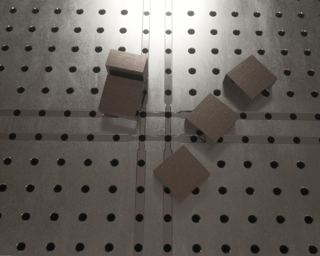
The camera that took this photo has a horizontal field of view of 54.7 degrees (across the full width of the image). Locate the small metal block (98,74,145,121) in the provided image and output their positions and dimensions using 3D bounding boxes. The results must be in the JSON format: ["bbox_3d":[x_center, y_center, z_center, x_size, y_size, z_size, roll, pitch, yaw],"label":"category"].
[{"bbox_3d":[-0.051,-0.041,0.421,0.050,0.025,0.050,12,81,4],"label":"small metal block"}]

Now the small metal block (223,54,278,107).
[{"bbox_3d":[0.127,-0.067,0.438,0.050,0.025,0.050,-37,75,-13],"label":"small metal block"}]

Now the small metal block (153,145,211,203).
[{"bbox_3d":[0.027,0.058,0.391,0.050,0.025,0.050,-39,75,-13],"label":"small metal block"}]

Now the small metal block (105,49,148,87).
[{"bbox_3d":[-0.044,-0.079,0.427,0.050,0.050,0.025,12,70,4],"label":"small metal block"}]

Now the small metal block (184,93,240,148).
[{"bbox_3d":[0.069,-0.011,0.416,0.050,0.025,0.050,41,75,13],"label":"small metal block"}]
